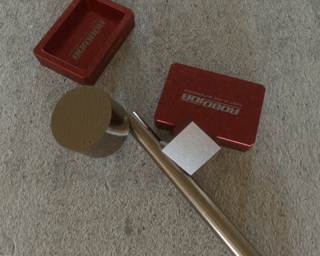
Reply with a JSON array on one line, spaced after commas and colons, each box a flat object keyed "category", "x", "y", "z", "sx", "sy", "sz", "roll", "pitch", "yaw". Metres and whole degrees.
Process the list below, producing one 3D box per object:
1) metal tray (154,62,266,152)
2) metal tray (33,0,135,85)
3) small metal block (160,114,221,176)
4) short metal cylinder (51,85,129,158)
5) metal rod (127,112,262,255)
[{"category": "metal tray", "x": 0.067, "y": -0.029, "z": 0.417, "sx": 0.131, "sy": 0.030, "sz": 0.090, "roll": 16, "pitch": 70, "yaw": 5}, {"category": "metal tray", "x": -0.107, "y": -0.133, "z": 0.452, "sx": 0.090, "sy": 0.030, "sz": 0.130, "roll": 27, "pitch": 72, "yaw": 9}, {"category": "small metal block", "x": 0.036, "y": 0.021, "z": 0.375, "sx": 0.050, "sy": 0.025, "sz": 0.050, "roll": 42, "pitch": 102, "yaw": -18}, {"category": "short metal cylinder", "x": -0.085, "y": -0.006, "z": 0.384, "sx": 0.080, "sy": 0.050, "sz": 0.080, "roll": -5, "pitch": 72, "yaw": 17}, {"category": "metal rod", "x": 0.055, "y": 0.096, "z": 0.373, "sx": 0.025, "sy": 0.025, "sz": 0.300, "roll": -38, "pitch": 75, "yaw": -13}]
